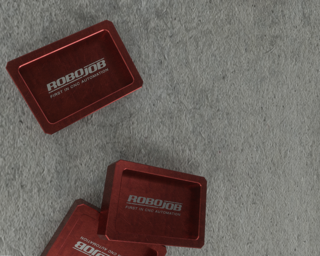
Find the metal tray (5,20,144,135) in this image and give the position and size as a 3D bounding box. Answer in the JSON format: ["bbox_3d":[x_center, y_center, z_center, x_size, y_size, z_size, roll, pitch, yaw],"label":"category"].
[{"bbox_3d":[-0.097,-0.061,0.370,0.131,0.030,0.090,-31,100,-18],"label":"metal tray"}]

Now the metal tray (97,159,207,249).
[{"bbox_3d":[-0.005,0.096,0.384,0.131,0.030,0.090,16,68,-25],"label":"metal tray"}]

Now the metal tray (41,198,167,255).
[{"bbox_3d":[-0.068,0.157,0.381,0.130,0.030,0.090,34,79,-17],"label":"metal tray"}]
